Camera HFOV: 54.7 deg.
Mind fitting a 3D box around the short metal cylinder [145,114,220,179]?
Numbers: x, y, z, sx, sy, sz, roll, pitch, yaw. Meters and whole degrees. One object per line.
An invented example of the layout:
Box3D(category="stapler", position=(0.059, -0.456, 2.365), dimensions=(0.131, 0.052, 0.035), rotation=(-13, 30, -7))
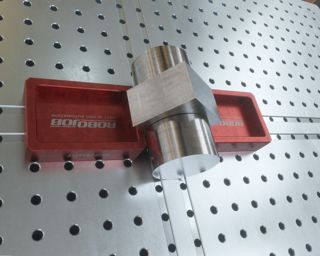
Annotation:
Box3D(category="short metal cylinder", position=(0.026, 0.024, 0.371), dimensions=(0.081, 0.080, 0.050), rotation=(2, 61, -28))

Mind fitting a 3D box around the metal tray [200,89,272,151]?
Box3D(category="metal tray", position=(0.096, -0.012, 0.464), dimensions=(0.131, 0.030, 0.090), rotation=(1, 61, -28))

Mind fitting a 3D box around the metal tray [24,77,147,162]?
Box3D(category="metal tray", position=(-0.087, -0.009, 0.363), dimensions=(0.131, 0.030, 0.090), rotation=(1, 61, -28))

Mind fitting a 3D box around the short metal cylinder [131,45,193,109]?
Box3D(category="short metal cylinder", position=(0.005, -0.064, 0.414), dimensions=(0.081, 0.080, 0.050), rotation=(1, 61, -28))

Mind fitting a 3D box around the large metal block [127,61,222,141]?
Box3D(category="large metal block", position=(0.019, -0.026, 0.380), dimensions=(0.080, 0.080, 0.050), rotation=(30, 41, -54))
